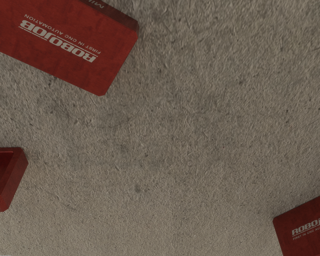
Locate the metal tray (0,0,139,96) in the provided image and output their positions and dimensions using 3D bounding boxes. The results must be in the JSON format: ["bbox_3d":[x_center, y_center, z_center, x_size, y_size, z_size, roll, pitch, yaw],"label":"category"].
[{"bbox_3d":[-0.099,-0.098,0.320,0.131,0.030,0.089,24,126,-20],"label":"metal tray"}]

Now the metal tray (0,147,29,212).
[{"bbox_3d":[-0.260,0.068,0.419,0.131,0.090,0.030,-1,130,0],"label":"metal tray"}]

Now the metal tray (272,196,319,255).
[{"bbox_3d":[0.260,0.168,0.509,0.030,0.090,0.130,37,121,-27],"label":"metal tray"}]
